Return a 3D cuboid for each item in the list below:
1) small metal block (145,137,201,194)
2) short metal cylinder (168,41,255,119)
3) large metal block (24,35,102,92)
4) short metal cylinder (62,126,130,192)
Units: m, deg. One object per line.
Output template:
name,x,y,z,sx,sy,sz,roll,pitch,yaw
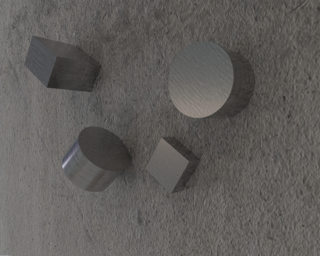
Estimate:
small metal block,0.016,0.046,0.392,0.050,0.025,0.050,40,115,32
short metal cylinder,0.056,-0.050,0.342,0.080,0.050,0.079,0,90,40
large metal block,-0.156,-0.102,0.498,0.080,0.081,0.050,39,114,33
short metal cylinder,-0.091,0.044,0.445,0.050,0.081,0.080,-48,62,29
